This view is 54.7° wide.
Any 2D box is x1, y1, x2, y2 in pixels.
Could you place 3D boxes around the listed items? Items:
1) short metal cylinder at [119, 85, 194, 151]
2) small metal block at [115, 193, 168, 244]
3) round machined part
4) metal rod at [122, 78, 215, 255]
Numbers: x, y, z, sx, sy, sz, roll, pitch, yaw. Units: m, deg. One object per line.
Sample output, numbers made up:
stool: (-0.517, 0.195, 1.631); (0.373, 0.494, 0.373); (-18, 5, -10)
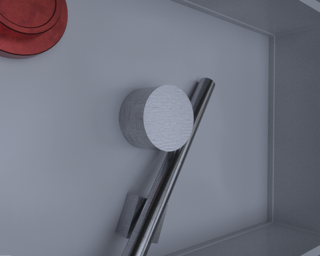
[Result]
short metal cylinder: (-0.004, -0.012, 0.389); (0.081, 0.050, 0.079); (0, 90, -40)
small metal block: (-0.022, 0.114, 0.390); (0.050, 0.025, 0.050); (27, 73, -37)
round machined part: (-0.132, -0.116, 0.286); (0.099, 0.042, 0.097); (0, 90, -40)
metal rod: (0.015, 0.050, 0.396); (0.025, 0.025, 0.300); (45, 55, -31)
